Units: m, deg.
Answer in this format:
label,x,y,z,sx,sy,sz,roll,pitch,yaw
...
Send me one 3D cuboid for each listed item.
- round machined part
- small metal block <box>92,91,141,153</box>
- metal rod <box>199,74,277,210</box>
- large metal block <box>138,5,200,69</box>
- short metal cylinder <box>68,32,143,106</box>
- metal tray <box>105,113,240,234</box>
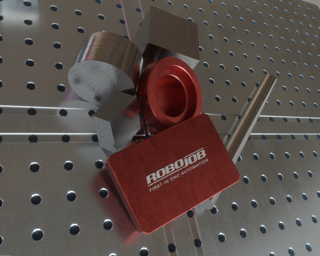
label,x,y,z,sx,sy,sz,roll,pitch,yaw
round machined part,0.008,-0.041,0.410,0.099,0.042,0.097,6,81,-42
small metal block,-0.049,-0.007,0.365,0.025,0.050,0.050,20,48,24
metal rod,0.128,0.001,0.476,0.025,0.025,0.301,40,51,-1
large metal block,0.012,-0.129,0.477,0.081,0.050,0.080,14,56,-20
short metal cylinder,-0.065,-0.070,0.380,0.080,0.080,0.050,22,54,-16
metal tray,0.016,0.048,0.354,0.131,0.030,0.090,-25,84,-21
